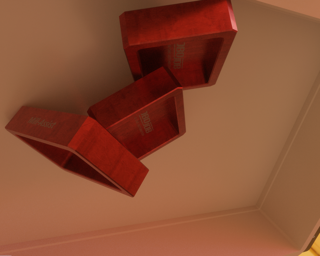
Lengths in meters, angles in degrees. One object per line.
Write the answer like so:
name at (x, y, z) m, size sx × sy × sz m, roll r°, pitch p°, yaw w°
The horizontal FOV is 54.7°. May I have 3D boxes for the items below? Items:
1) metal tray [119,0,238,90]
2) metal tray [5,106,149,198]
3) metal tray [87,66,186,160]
metal tray at (0.016, -0.070, 0.304) m, size 0.091 × 0.030 × 0.130 m, roll -9°, pitch 168°, yaw 0°
metal tray at (-0.085, 0.021, 0.309) m, size 0.090 × 0.130 × 0.030 m, roll 49°, pitch 61°, yaw -40°
metal tray at (-0.018, -0.006, 0.352) m, size 0.090 × 0.030 × 0.130 m, roll -31°, pitch 158°, yaw -6°
